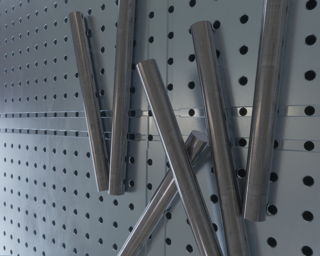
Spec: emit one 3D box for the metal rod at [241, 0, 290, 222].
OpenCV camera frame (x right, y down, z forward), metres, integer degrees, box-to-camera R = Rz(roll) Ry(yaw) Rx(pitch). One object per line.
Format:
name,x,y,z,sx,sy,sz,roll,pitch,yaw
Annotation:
metal rod,0.111,-0.054,0.317,0.025,0.025,0.298,8,95,40

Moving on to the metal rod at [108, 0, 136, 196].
metal rod,-0.056,-0.051,0.456,0.025,0.025,0.298,6,94,40

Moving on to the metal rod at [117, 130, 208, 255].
metal rod,-0.018,0.131,0.425,0.025,0.025,0.298,43,116,31

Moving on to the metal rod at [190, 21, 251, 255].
metal rod,0.070,0.025,0.352,0.025,0.025,0.299,-14,81,39

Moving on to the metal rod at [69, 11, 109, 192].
metal rod,-0.113,-0.048,0.504,0.025,0.025,0.299,-19,78,38

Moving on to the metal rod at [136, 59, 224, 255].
metal rod,0.031,0.064,0.356,0.025,0.025,0.299,-22,85,38
